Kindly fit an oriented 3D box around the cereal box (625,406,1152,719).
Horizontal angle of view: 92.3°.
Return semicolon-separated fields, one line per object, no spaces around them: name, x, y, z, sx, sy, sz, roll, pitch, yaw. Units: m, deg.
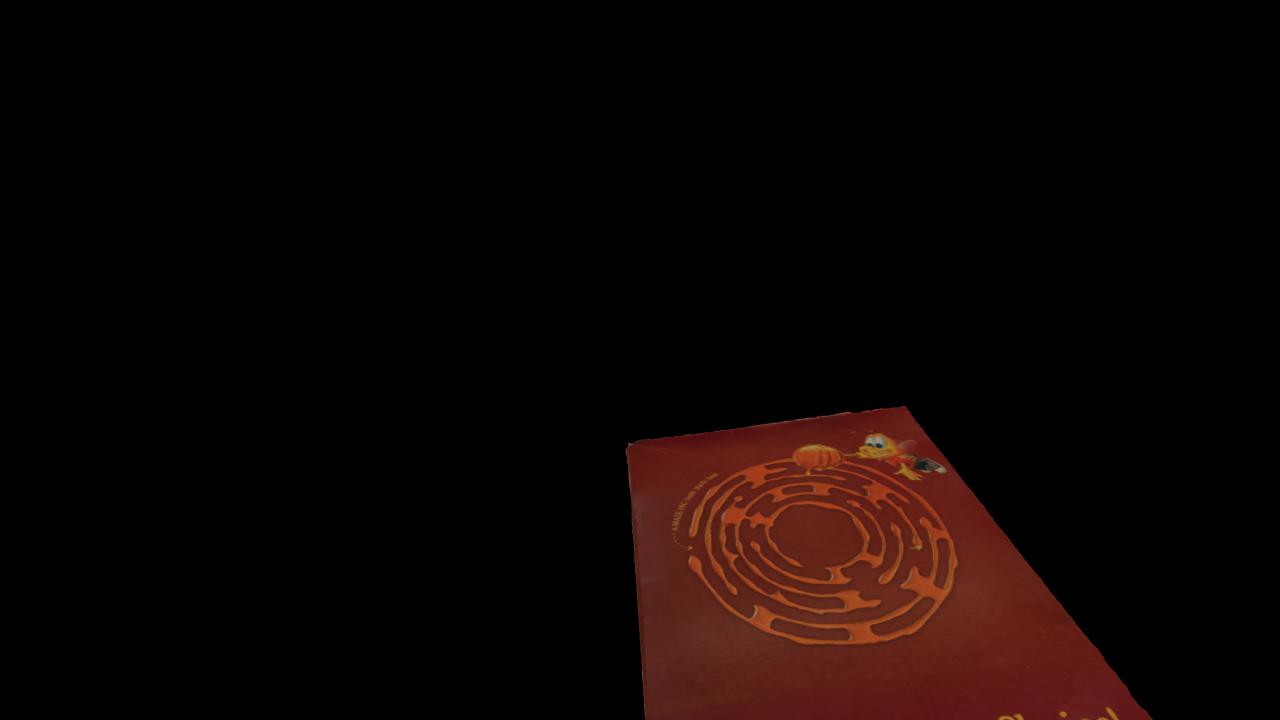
cereal box;0.101;0.145;0.321;0.203;0.081;0.306;-8;28;0
